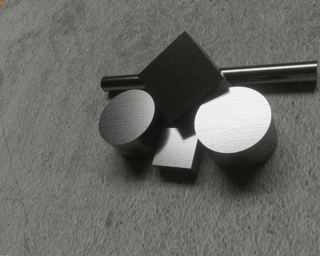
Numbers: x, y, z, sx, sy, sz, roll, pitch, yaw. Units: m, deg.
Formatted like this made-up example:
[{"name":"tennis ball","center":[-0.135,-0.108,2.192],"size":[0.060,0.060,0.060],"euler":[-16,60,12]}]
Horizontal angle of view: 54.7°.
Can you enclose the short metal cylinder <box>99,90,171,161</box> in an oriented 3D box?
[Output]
[{"name":"short metal cylinder","center":[-0.033,-0.004,0.408],"size":[0.080,0.050,0.080],"euler":[-13,56,21]}]

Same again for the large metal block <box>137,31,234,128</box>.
[{"name":"large metal block","center":[0.032,-0.057,0.384],"size":[0.080,0.050,0.080],"euler":[-41,66,17]}]

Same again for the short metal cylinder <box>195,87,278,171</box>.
[{"name":"short metal cylinder","center":[0.085,0.001,0.344],"size":[0.080,0.050,0.080],"euler":[-13,56,21]}]

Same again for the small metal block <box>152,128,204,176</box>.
[{"name":"small metal block","center":[0.024,0.028,0.376],"size":[0.050,0.025,0.050],"euler":[2,63,29]}]

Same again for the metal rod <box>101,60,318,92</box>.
[{"name":"metal rod","center":[0.046,-0.067,0.422],"size":[0.300,0.025,0.025],"euler":[1,62,28]}]
